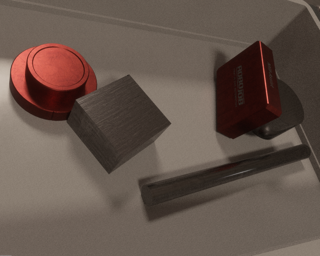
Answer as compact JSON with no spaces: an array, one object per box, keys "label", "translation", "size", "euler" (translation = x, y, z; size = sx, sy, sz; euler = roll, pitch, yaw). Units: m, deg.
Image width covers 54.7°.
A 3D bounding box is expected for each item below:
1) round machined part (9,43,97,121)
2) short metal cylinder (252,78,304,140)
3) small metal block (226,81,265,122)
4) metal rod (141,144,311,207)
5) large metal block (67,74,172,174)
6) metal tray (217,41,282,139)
[{"label":"round machined part","translation":[-0.123,-0.061,0.366],"size":[0.099,0.042,0.098],"euler":[14,56,-21]},{"label":"short metal cylinder","translation":[0.167,-0.029,0.465],"size":[0.081,0.050,0.080],"euler":[17,55,-25]},{"label":"small metal block","translation":[0.138,-0.042,0.500],"size":[0.050,0.025,0.050],"euler":[14,57,-37]},{"label":"metal rod","translation":[0.111,0.058,0.432],"size":[0.303,0.025,0.025],"euler":[-9,66,-32]},{"label":"large metal block","translation":[-0.048,-0.006,0.368],"size":[0.081,0.050,0.080],"euler":[-35,82,-39]},{"label":"metal tray","translation":[0.129,-0.058,0.468],"size":[0.030,0.090,0.130],"euler":[27,51,-28]}]
